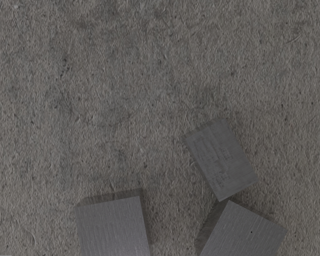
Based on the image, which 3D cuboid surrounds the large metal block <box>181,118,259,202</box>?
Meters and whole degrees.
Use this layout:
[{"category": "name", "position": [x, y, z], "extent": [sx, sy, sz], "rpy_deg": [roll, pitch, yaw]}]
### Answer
[{"category": "large metal block", "position": [0.069, 0.035, 0.383], "extent": [0.050, 0.080, 0.080], "rpy_deg": [-28, 90, 0]}]

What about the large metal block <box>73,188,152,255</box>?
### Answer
[{"category": "large metal block", "position": [-0.057, 0.128, 0.397], "extent": [0.080, 0.050, 0.080], "rpy_deg": [-10, 90, 0]}]

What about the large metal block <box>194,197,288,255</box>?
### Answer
[{"category": "large metal block", "position": [0.100, 0.140, 0.398], "extent": [0.080, 0.050, 0.080], "rpy_deg": [28, 90, 0]}]
